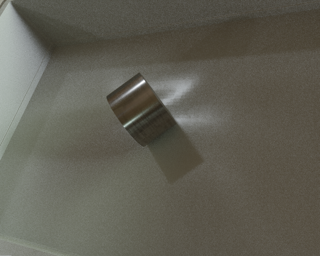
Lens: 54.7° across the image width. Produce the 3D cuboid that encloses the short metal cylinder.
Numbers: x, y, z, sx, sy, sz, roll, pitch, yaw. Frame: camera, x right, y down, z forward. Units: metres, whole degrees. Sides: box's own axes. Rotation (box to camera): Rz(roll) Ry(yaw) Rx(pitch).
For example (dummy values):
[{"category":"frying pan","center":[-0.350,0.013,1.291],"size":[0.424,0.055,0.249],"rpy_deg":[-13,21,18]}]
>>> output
[{"category":"short metal cylinder","center":[-0.022,-0.023,0.392],"size":[0.050,0.080,0.080],"rpy_deg":[-36,51,4]}]
